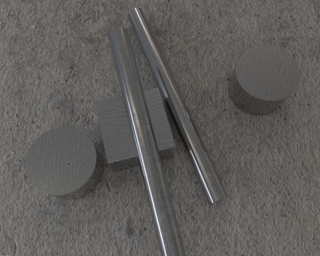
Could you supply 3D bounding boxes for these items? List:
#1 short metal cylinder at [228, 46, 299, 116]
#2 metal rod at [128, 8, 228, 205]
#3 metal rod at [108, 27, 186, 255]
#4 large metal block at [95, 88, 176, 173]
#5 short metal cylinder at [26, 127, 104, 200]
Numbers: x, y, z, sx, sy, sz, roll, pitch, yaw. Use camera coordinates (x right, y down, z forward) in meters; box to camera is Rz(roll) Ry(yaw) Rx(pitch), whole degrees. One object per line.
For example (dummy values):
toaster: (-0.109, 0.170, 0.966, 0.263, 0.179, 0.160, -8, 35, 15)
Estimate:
short metal cylinder: (0.137, -0.063, 0.419, 0.081, 0.050, 0.080, 0, 70, 0)
metal rod: (0.017, -0.043, 0.423, 0.025, 0.025, 0.299, -20, 71, -7)
metal rod: (-0.014, 0.026, 0.345, 0.025, 0.025, 0.299, -14, 78, -5)
large metal block: (-0.031, 0.004, 0.393, 0.081, 0.050, 0.080, -14, 71, -5)
short metal cylinder: (-0.113, 0.045, 0.378, 0.081, 0.050, 0.080, 0, 70, 0)
